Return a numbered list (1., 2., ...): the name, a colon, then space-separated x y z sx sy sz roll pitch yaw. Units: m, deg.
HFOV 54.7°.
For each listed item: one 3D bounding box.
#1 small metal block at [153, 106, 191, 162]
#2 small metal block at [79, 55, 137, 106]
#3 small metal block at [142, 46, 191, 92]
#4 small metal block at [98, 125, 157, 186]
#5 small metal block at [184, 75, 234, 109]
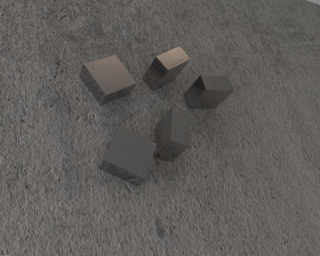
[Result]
1. small metal block: 0.015 0.009 0.390 0.025 0.050 0.050 17 55 -18
2. small metal block: -0.068 -0.063 0.406 0.050 0.025 0.050 -29 78 -37
3. small metal block: 0.009 -0.085 0.444 0.050 0.050 0.025 -34 81 -38
4. small metal block: -0.037 0.032 0.364 0.050 0.025 0.050 28 52 -11
5. small metal block: 0.071 -0.052 0.457 0.050 0.050 0.025 -1 63 -29
